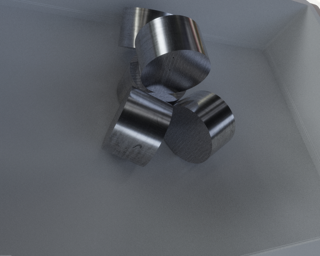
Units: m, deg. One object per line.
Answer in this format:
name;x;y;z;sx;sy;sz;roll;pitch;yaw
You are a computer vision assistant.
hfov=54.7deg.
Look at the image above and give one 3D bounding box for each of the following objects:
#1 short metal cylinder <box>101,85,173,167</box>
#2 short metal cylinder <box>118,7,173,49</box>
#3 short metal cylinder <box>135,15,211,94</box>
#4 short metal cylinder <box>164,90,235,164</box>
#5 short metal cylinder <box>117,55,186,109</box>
short metal cylinder;-0.027;-0.002;0.355;0.050;0.080;0.080;26;53;-12
short metal cylinder;-0.015;-0.133;0.433;0.081;0.080;0.050;4;103;-26
short metal cylinder;0.014;-0.083;0.362;0.081;0.080;0.050;3;61;-27
short metal cylinder;0.047;-0.002;0.395;0.050;0.080;0.080;-33;80;-37
short metal cylinder;-0.011;-0.056;0.414;0.081;0.050;0.080;14;56;-21
